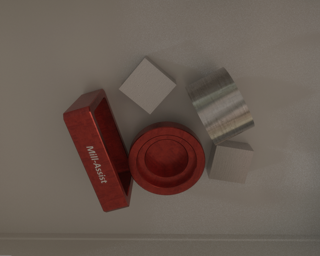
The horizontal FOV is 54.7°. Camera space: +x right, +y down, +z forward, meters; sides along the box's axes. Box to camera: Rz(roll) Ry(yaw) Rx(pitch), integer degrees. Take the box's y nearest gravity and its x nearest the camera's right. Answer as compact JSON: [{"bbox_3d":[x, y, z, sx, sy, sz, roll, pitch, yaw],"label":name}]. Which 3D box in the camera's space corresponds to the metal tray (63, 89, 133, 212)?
[{"bbox_3d":[-0.069,0.025,0.383,0.030,0.090,0.129,-16,109,6],"label":"metal tray"}]

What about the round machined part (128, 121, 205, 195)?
[{"bbox_3d":[0.008,0.037,0.413,0.099,0.042,0.097,0,110,-1],"label":"round machined part"}]

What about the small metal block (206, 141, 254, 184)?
[{"bbox_3d":[0.096,0.046,0.428,0.050,0.025,0.050,9,109,-3],"label":"small metal block"}]

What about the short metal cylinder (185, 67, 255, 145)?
[{"bbox_3d":[0.071,-0.026,0.372,0.050,0.080,0.080,-28,108,9],"label":"short metal cylinder"}]

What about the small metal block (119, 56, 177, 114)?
[{"bbox_3d":[-0.015,-0.054,0.389,0.050,0.025,0.050,39,106,-12],"label":"small metal block"}]
